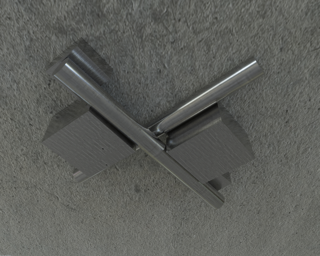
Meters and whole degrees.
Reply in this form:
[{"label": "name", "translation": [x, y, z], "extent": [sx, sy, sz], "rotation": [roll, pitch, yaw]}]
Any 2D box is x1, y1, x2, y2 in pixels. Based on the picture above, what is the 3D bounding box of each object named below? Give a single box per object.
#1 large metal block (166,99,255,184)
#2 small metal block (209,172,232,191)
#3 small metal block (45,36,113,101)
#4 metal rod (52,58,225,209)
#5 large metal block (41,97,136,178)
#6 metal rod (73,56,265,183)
[{"label": "large metal block", "translation": [0.065, 0.019, 0.409], "extent": [0.080, 0.050, 0.080], "rotation": [-32, 124, 24]}, {"label": "small metal block", "translation": [0.072, 0.074, 0.474], "extent": [0.050, 0.025, 0.050], "rotation": [-36, 122, 26]}, {"label": "small metal block", "translation": [-0.090, -0.066, 0.352], "extent": [0.050, 0.025, 0.050], "rotation": [-30, 124, 23]}, {"label": "metal rod", "translation": [-0.008, 0.024, 0.396], "extent": [0.025, 0.025, 0.300], "rotation": [-32, 124, 24]}, {"label": "large metal block", "translation": [-0.086, 0.007, 0.395], "extent": [0.080, 0.050, 0.080], "rotation": [-30, 124, 23]}, {"label": "metal rod", "translation": [-0.005, 0.000, 0.410], "extent": [0.300, 0.025, 0.025], "rotation": [-32, 124, 24]}]
